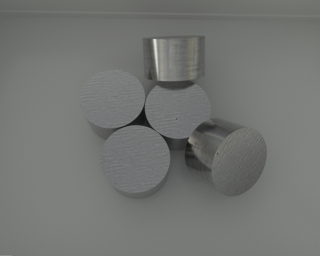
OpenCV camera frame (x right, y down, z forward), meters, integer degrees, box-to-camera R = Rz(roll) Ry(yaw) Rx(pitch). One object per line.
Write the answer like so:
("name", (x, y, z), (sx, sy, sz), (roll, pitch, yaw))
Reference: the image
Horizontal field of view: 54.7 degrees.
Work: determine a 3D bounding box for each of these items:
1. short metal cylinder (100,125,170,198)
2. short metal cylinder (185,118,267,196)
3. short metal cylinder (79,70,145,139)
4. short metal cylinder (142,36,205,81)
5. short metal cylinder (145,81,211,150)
("short metal cylinder", (-0.029, 0.042, 0.378), (0.081, 0.050, 0.080), (0, 70, 0))
("short metal cylinder", (0.077, 0.032, 0.362), (0.081, 0.050, 0.079), (-9, 108, -28))
("short metal cylinder", (-0.059, -0.029, 0.404), (0.081, 0.050, 0.080), (0, 70, 0))
("short metal cylinder", (0.019, -0.093, 0.405), (0.081, 0.080, 0.050), (-3, 109, -1))
("short metal cylinder", (0.022, -0.016, 0.400), (0.081, 0.050, 0.080), (0, 70, 0))
